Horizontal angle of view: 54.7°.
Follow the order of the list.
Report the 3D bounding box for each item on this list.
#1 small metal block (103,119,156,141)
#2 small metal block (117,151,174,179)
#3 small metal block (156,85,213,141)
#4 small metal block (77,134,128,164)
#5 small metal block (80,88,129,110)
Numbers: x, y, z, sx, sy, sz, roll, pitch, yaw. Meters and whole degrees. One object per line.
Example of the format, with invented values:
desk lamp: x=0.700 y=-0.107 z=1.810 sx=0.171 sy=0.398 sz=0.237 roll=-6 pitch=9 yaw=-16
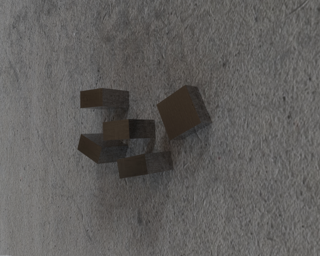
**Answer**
small metal block: x=-0.042 y=0.003 z=0.423 sx=0.050 sy=0.050 sz=0.025 roll=-5 pitch=87 yaw=40
small metal block: x=-0.019 y=0.048 z=0.404 sx=0.050 sy=0.050 sz=0.025 roll=-16 pitch=80 yaw=39
small metal block: x=0.029 y=-0.018 z=0.381 sx=0.050 sy=0.025 sz=0.050 roll=-32 pitch=70 yaw=35
small metal block: x=-0.085 y=0.029 z=0.459 sx=0.050 sy=0.050 sz=0.025 roll=27 pitch=107 yaw=37
small metal block: x=-0.081 y=-0.042 z=0.456 sx=0.050 sy=0.050 sz=0.025 roll=-1 pitch=89 yaw=40
